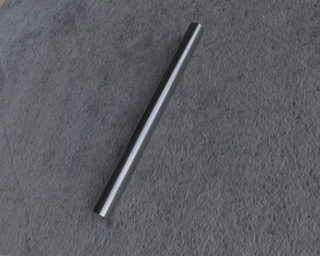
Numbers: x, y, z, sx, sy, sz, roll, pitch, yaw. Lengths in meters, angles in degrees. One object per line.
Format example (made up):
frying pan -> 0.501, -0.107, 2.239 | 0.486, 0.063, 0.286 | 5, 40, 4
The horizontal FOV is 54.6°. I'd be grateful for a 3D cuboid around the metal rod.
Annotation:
metal rod -> -0.008, -0.022, 0.422 | 0.025, 0.025, 0.300 | 14, 69, 34
